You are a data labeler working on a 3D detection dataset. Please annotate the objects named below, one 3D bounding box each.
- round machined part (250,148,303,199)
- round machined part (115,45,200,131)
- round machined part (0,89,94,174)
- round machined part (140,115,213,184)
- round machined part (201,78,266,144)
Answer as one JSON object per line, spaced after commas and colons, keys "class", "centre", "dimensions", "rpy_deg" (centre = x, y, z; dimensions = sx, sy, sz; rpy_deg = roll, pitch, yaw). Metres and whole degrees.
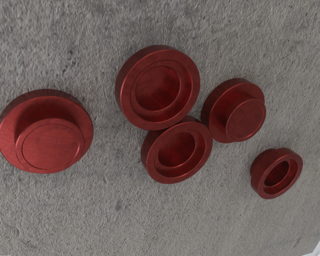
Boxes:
{"class": "round machined part", "centre": [0.201, 0.076, 0.552], "dimensions": [0.099, 0.042, 0.097], "rpy_deg": [-14, 124, -21]}
{"class": "round machined part", "centre": [-0.006, -0.049, 0.362], "dimensions": [0.099, 0.042, 0.097], "rpy_deg": [-14, 124, -21]}
{"class": "round machined part", "centre": [-0.121, 0.011, 0.336], "dimensions": [0.099, 0.042, 0.097], "rpy_deg": [-14, 124, -21]}
{"class": "round machined part", "centre": [0.019, 0.025, 0.420], "dimensions": [0.099, 0.042, 0.097], "rpy_deg": [-14, 125, -21]}
{"class": "round machined part", "centre": [0.112, -0.019, 0.445], "dimensions": [0.099, 0.042, 0.097], "rpy_deg": [-14, 124, -21]}
